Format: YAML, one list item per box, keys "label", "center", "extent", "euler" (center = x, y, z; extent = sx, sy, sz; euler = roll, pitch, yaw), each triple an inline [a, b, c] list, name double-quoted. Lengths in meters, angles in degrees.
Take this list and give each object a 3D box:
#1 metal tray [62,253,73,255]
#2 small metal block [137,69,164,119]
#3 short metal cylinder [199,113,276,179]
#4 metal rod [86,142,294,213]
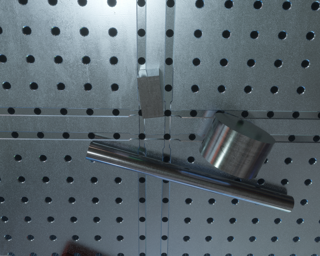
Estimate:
- label: "metal tray"
  center: [-0.118, 0.269, 0.508]
  extent: [0.131, 0.030, 0.089]
  euler: [26, 108, -10]
- label: "small metal block"
  center: [-0.011, -0.044, 0.384]
  extent: [0.025, 0.050, 0.050]
  euler: [-6, 110, 2]
- label: "short metal cylinder"
  center: [0.097, 0.021, 0.393]
  extent: [0.080, 0.080, 0.050]
  euler: [20, 109, -8]
- label: "metal rod"
  center: [0.047, 0.072, 0.440]
  extent: [0.302, 0.025, 0.025]
  euler: [16, 109, -7]
